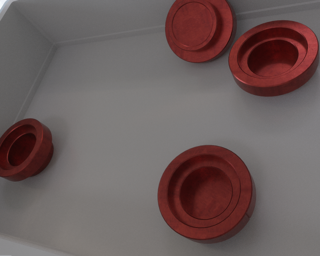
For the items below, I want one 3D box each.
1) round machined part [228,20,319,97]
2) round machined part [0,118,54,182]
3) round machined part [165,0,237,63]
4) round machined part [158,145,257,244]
[{"bbox_3d":[0.136,-0.078,0.371,0.098,0.042,0.098,-13,56,21],"label":"round machined part"},{"bbox_3d":[-0.206,0.037,0.481,0.098,0.042,0.098,-13,56,21],"label":"round machined part"},{"bbox_3d":[0.050,-0.138,0.421,0.098,0.042,0.097,6,103,26],"label":"round machined part"},{"bbox_3d":[0.051,0.071,0.325,0.098,0.042,0.098,-13,56,21],"label":"round machined part"}]
